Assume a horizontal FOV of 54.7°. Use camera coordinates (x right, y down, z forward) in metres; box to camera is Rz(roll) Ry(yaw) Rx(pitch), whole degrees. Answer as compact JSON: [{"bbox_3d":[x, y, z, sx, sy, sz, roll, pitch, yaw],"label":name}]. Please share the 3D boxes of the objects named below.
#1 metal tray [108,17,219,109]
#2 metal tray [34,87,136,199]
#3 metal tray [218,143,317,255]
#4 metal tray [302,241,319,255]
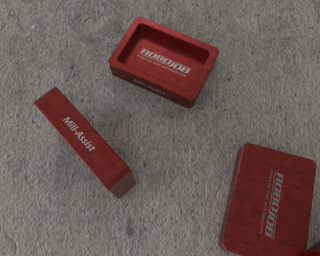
[{"bbox_3d":[0.005,-0.094,0.439,0.130,0.030,0.090,25,72,8],"label":"metal tray"},{"bbox_3d":[-0.084,0.021,0.365,0.030,0.090,0.130,-41,75,-13],"label":"metal tray"},{"bbox_3d":[0.130,0.092,0.373,0.090,0.030,0.130,15,71,5],"label":"metal tray"},{"bbox_3d":[0.231,0.147,0.336,0.131,0.030,0.090,-23,71,-24],"label":"metal tray"}]
